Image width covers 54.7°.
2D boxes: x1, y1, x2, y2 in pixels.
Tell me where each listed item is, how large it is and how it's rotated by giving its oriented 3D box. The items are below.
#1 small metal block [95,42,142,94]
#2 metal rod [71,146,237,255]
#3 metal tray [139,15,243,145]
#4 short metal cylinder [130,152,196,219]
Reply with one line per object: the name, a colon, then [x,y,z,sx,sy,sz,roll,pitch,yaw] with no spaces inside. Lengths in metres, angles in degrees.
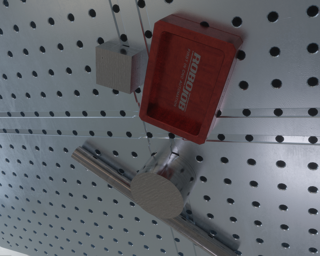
small metal block: [-0.053,-0.076,0.392,0.050,0.025,0.050,19,126,17]
metal rod: [-0.013,0.122,0.493,0.301,0.025,0.025,33,129,6]
metal tray: [0.030,-0.052,0.359,0.090,0.030,0.129,23,127,14]
short metal cylinder: [0.005,0.082,0.443,0.080,0.050,0.079,13,124,21]
